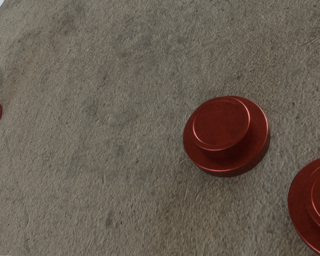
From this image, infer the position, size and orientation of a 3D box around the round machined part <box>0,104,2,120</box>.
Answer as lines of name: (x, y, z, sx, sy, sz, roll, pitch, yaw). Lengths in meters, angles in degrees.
round machined part: (-0.357, -0.020, 0.593, 0.098, 0.042, 0.098, -13, 56, 21)

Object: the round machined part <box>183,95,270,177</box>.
round machined part: (0.072, 0.003, 0.353, 0.098, 0.042, 0.098, -13, 56, 21)

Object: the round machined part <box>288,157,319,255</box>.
round machined part: (0.163, 0.066, 0.267, 0.098, 0.042, 0.098, -13, 56, 21)
